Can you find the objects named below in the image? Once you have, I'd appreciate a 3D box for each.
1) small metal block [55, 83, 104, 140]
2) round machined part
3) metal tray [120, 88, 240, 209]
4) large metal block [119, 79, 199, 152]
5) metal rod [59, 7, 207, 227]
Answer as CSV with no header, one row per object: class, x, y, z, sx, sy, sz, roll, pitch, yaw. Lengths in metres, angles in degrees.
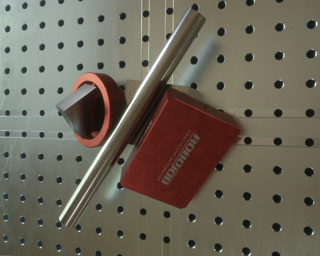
small metal block,-0.098,-0.022,0.403,0.050,0.050,0.025,-42,43,-21
round machined part,-0.079,-0.024,0.416,0.098,0.042,0.097,4,95,44
metal tray,0.020,0.029,0.366,0.090,0.030,0.129,24,115,-14
large metal block,-0.001,-0.015,0.398,0.080,0.050,0.079,10,93,19
metal rod,-0.039,-0.004,0.372,0.025,0.025,0.299,36,101,16
